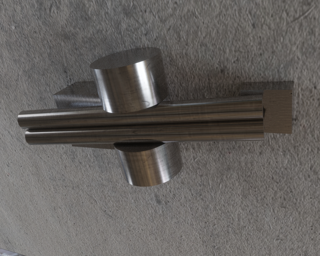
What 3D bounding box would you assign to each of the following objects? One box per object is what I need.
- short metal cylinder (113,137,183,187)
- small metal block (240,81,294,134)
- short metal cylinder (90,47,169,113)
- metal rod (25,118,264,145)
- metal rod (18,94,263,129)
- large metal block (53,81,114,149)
[{"bbox_3d":[-0.014,0.031,0.399,0.080,0.080,0.050,2,119,27],"label":"short metal cylinder"},{"bbox_3d":[0.116,-0.023,0.333,0.050,0.025,0.050,3,120,27],"label":"small metal block"},{"bbox_3d":[-0.034,-0.057,0.355,0.080,0.080,0.050,2,119,27],"label":"short metal cylinder"},{"bbox_3d":[-0.034,0.006,0.372,0.301,0.025,0.025,-2,118,20],"label":"metal rod"},{"bbox_3d":[-0.039,-0.016,0.361,0.301,0.025,0.025,-2,118,20],"label":"metal rod"},{"bbox_3d":[-0.087,-0.019,0.427,0.080,0.050,0.080,2,119,27],"label":"large metal block"}]
